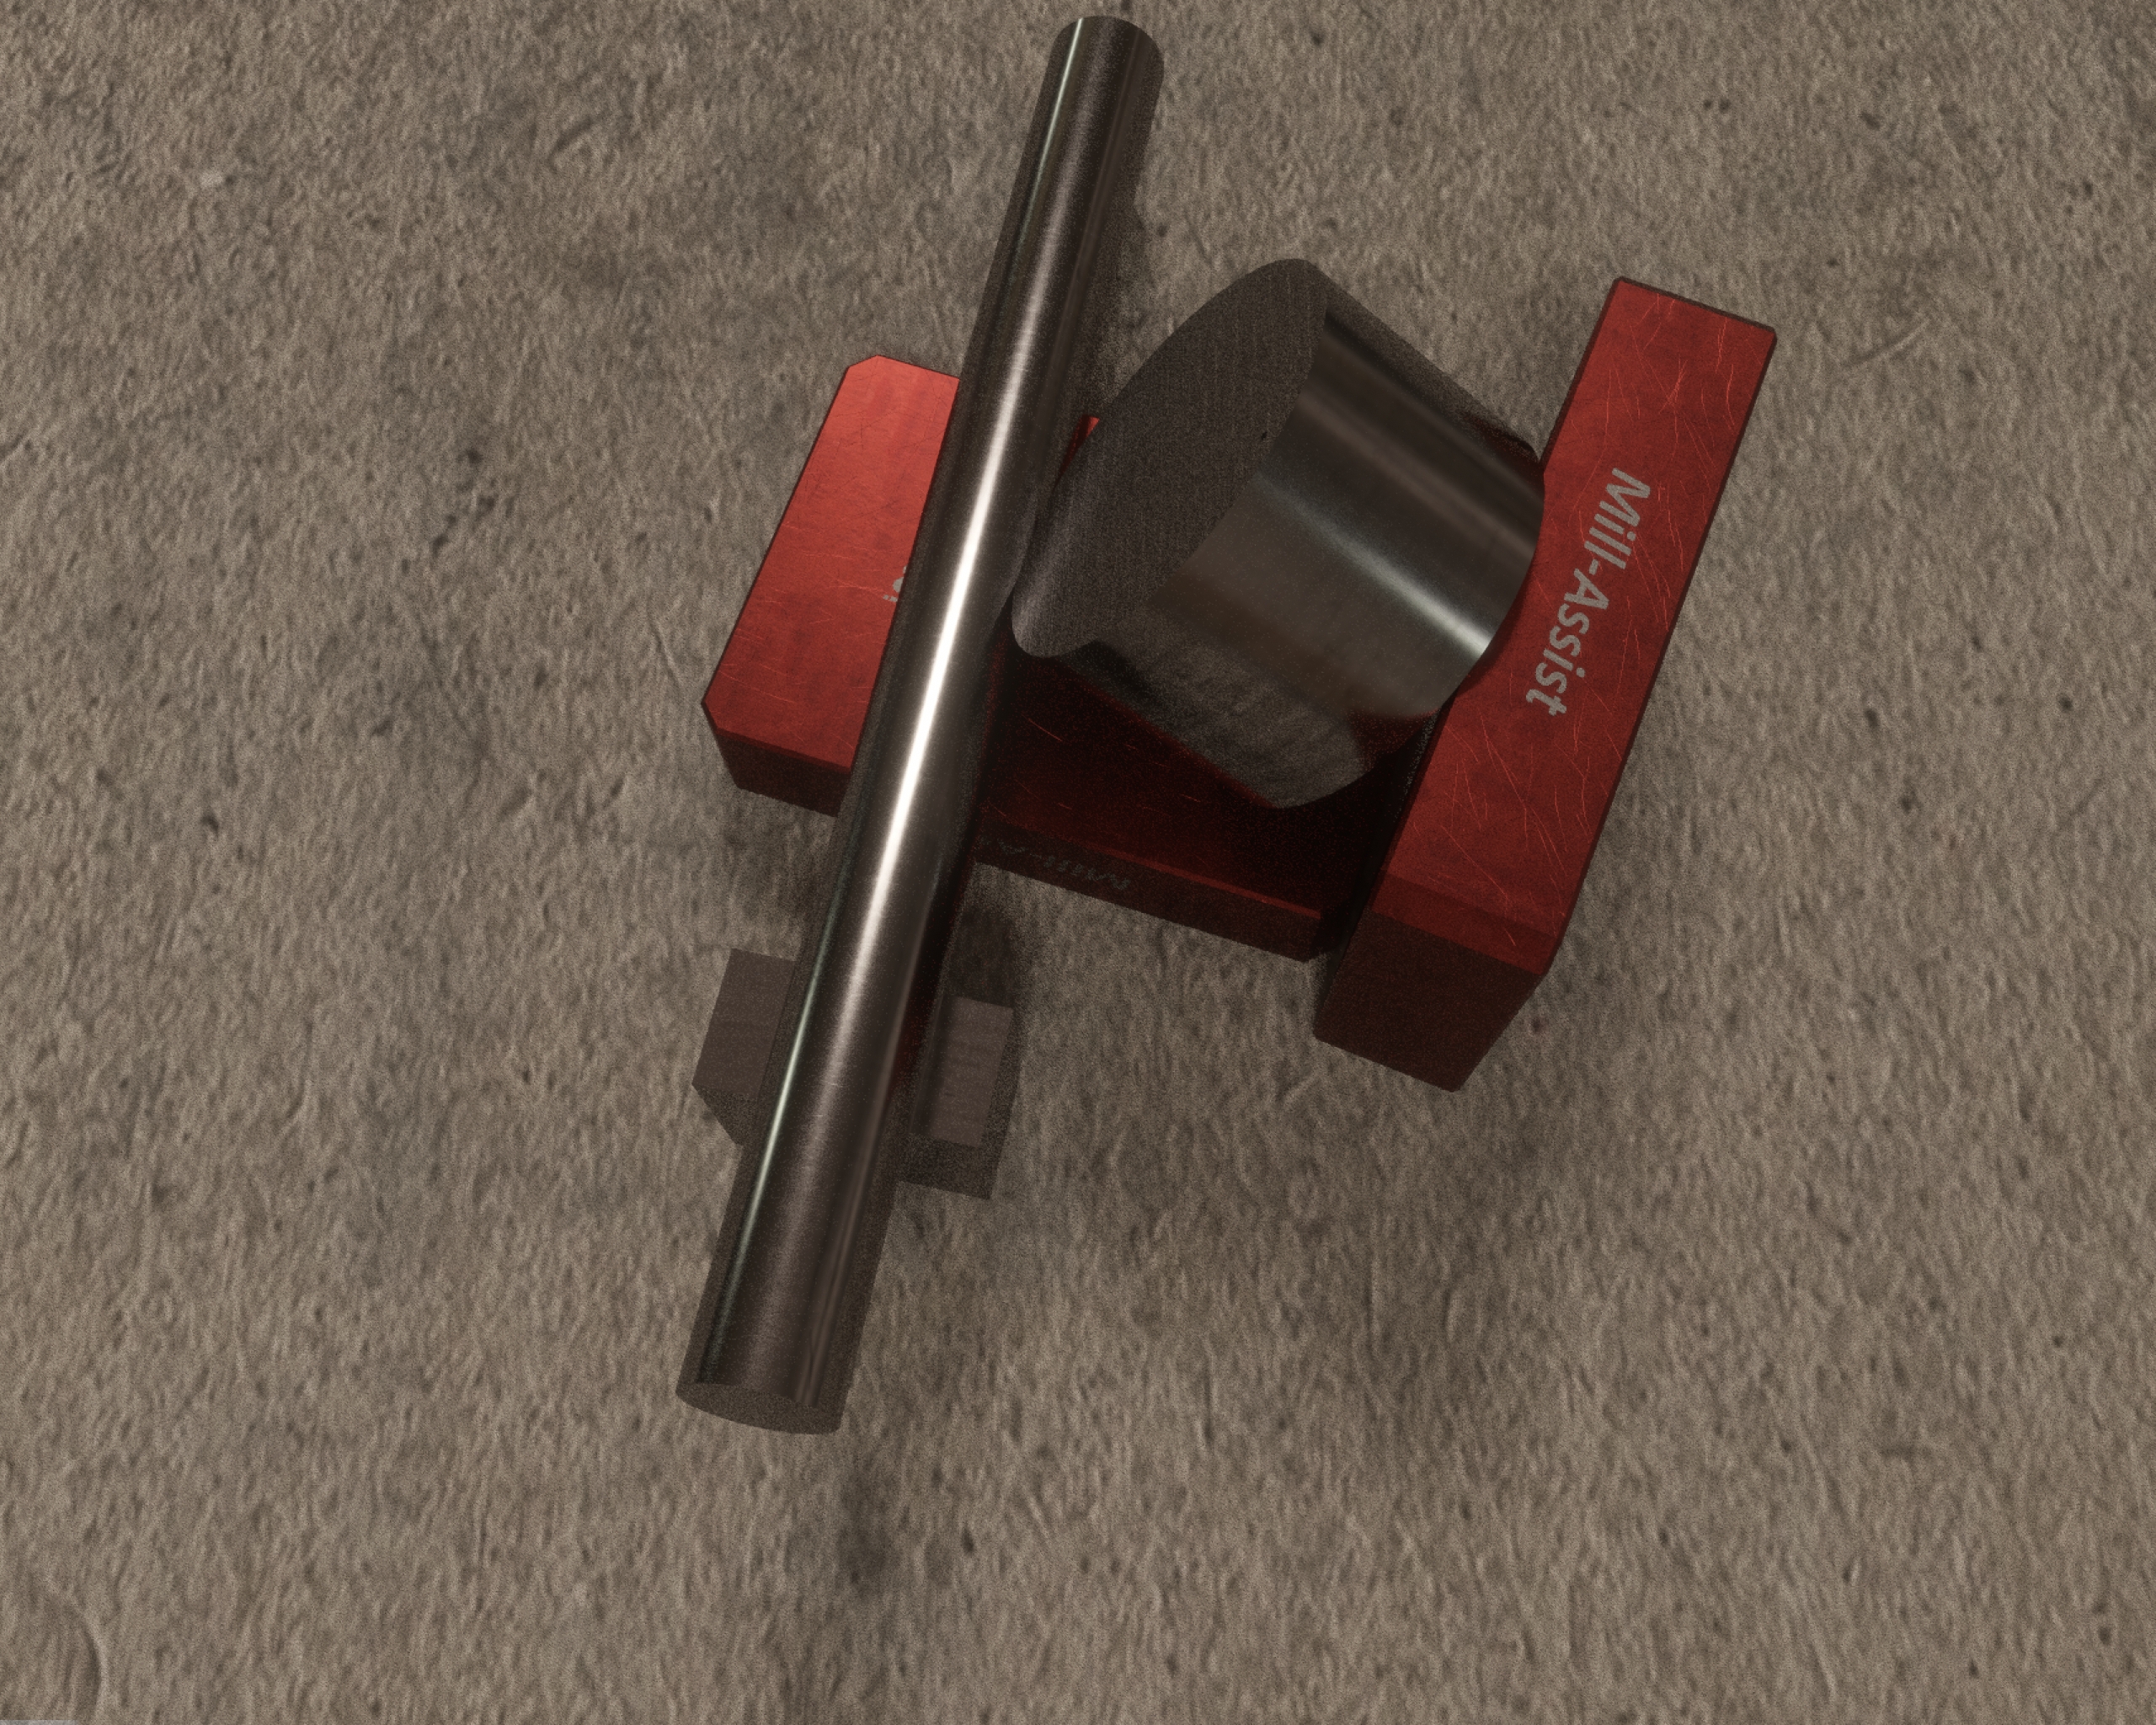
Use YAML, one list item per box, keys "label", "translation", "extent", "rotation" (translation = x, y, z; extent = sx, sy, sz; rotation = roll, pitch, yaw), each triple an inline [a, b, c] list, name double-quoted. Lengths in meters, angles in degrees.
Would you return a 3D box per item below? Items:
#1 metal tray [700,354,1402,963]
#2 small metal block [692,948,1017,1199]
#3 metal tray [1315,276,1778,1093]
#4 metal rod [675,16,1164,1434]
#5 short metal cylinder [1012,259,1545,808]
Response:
- label: "metal tray"
  translation: [0.002, -0.042, 0.422]
  extent: [0.131, 0.030, 0.090]
  rotation: [17, 71, 6]
- label: "small metal block"
  translation: [-0.038, 0.040, 0.381]
  extent: [0.050, 0.050, 0.025]
  rotation: [12, 71, 4]
- label: "metal tray"
  translation: [0.085, -0.030, 0.387]
  extent: [0.030, 0.090, 0.130]
  rotation: [22, 71, 7]
- label: "metal rod"
  translation: [-0.021, -0.046, 0.385]
  extent: [0.025, 0.025, 0.300]
  rotation: [10, 61, 3]
- label: "short metal cylinder"
  translation: [0.033, -0.056, 0.362]
  extent: [0.050, 0.080, 0.080]
  rotation: [33, 70, -24]
